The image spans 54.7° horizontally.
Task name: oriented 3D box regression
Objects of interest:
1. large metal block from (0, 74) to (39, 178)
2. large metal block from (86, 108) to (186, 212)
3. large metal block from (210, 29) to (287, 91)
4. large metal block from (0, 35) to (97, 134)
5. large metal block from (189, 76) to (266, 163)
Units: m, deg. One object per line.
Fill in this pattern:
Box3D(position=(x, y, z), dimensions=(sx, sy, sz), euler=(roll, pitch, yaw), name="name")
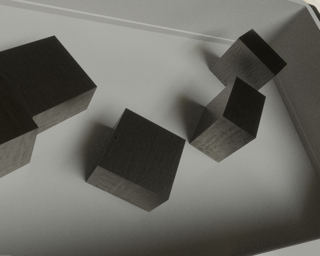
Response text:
Box3D(position=(-0.162, -0.003, 0.285), dimensions=(0.050, 0.080, 0.080), euler=(-32, 80, -38), name="large metal block")
Box3D(position=(-0.026, 0.037, 0.354), dimensions=(0.080, 0.050, 0.080), euler=(28, 52, -11), name="large metal block")
Box3D(position=(0.144, -0.101, 0.512), dimensions=(0.080, 0.080, 0.050), euler=(48, 51, 4), name="large metal block")
Box3D(position=(-0.133, -0.047, 0.348), dimensions=(0.081, 0.050, 0.080), euler=(-35, 82, -39), name="large metal block")
Box3D(position=(0.094, -0.010, 0.429), dimensions=(0.050, 0.080, 0.080), euler=(33, 51, -7), name="large metal block")
